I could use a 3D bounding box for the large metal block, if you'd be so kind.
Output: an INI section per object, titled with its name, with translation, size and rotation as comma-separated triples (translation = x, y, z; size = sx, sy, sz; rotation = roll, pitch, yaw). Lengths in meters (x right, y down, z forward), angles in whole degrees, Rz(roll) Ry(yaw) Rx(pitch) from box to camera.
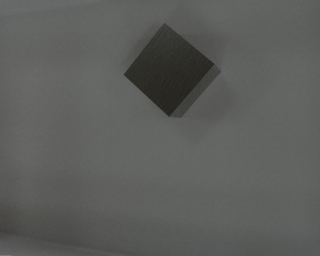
[large metal block]
translation = 0.017, -0.069, 0.391
size = 0.080, 0.050, 0.080
rotation = 44, 103, 14
